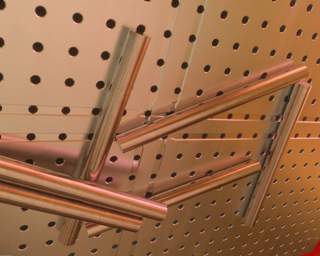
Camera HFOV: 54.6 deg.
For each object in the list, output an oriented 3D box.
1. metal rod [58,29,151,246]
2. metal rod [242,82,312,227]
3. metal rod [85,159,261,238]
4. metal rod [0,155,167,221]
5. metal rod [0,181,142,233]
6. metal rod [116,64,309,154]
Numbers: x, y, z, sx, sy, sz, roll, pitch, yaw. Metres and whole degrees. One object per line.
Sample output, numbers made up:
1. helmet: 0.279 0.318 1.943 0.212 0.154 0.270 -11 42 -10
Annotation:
1. metal rod: -0.076 0.027 0.385 0.025 0.025 0.298 10 114 -33
2. metal rod: 0.203 0.060 0.557 0.025 0.025 0.298 -4 120 -26
3. metal rod: 0.032 0.105 0.492 0.302 0.025 0.025 -16 125 -19
4. metal rod: -0.119 0.064 0.359 0.302 0.025 0.025 24 106 -28
5. metal rod: -0.151 0.079 0.354 0.302 0.025 0.025 24 106 -30
6. metal rod: 0.083 -0.032 0.435 0.302 0.025 0.025 -22 127 -16
